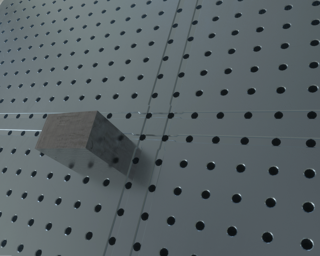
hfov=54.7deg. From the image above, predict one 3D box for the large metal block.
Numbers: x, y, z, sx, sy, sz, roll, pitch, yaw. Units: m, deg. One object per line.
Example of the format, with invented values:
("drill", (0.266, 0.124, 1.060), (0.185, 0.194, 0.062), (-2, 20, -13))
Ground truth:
("large metal block", (-0.099, 0.021, 0.410), (0.080, 0.080, 0.050), (-2, 61, 27))
